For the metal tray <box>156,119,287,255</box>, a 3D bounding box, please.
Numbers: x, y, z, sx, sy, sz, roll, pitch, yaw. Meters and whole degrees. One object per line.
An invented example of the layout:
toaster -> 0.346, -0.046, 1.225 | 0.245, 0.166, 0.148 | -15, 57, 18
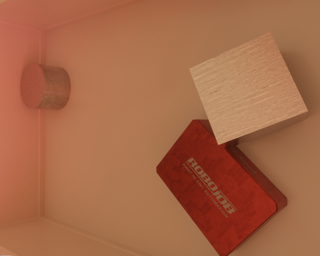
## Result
metal tray -> 0.062, 0.064, 0.351 | 0.130, 0.030, 0.089 | 50, 119, 28

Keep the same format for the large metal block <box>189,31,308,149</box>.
large metal block -> 0.085, -0.032, 0.303 | 0.080, 0.050, 0.080 | -23, 75, 16

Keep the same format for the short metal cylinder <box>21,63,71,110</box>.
short metal cylinder -> -0.206, -0.073, 0.557 | 0.080, 0.050, 0.079 | 0, 90, 39
